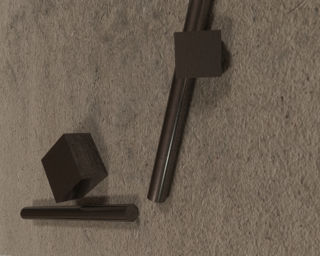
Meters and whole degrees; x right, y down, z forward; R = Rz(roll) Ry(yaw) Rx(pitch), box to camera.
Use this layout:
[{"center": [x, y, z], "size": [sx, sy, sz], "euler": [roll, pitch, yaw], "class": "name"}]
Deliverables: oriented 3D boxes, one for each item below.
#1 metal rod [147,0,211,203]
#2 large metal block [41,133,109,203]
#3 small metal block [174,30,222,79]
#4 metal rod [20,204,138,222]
[{"center": [0.026, -0.051, 0.381], "size": [0.025, 0.025, 0.298], "euler": [20, 102, 38], "class": "metal rod"}, {"center": [-0.140, 0.064, 0.501], "size": [0.080, 0.050, 0.080], "euler": [-42, 65, 32], "class": "large metal block"}, {"center": [0.043, -0.082, 0.349], "size": [0.050, 0.025, 0.050], "euler": [-2, 99, 6], "class": "small metal block"}, {"center": [-0.154, 0.145, 0.528], "size": [0.300, 0.025, 0.025], "euler": [-13, 82, 39], "class": "metal rod"}]
